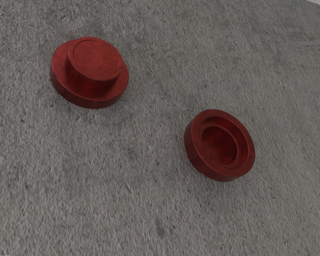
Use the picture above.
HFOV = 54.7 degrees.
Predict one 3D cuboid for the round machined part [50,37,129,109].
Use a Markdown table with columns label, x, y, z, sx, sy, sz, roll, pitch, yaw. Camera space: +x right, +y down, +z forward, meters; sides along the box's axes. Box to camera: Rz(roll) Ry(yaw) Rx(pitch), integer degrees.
| label | x | y | z | sx | sy | sz | roll | pitch | yaw |
| --- | --- | --- | --- | --- | --- | --- | --- | --- | --- |
| round machined part | -0.086 | -0.076 | 0.393 | 0.099 | 0.042 | 0.098 | 14 | 56 | -21 |

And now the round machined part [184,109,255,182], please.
| label | x | y | z | sx | sy | sz | roll | pitch | yaw |
| --- | --- | --- | --- | --- | --- | --- | --- | --- | --- |
| round machined part | 0.075 | 0.027 | 0.417 | 0.099 | 0.042 | 0.098 | 14 | 56 | -21 |
